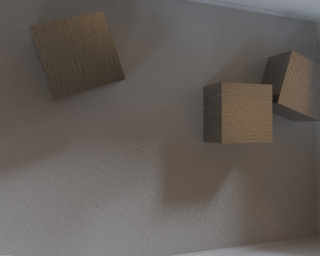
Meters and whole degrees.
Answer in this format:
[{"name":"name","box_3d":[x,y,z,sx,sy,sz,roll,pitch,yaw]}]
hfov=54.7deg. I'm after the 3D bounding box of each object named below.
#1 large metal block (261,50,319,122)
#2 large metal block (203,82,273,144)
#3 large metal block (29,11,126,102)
[{"name":"large metal block","box_3d":[0.203,-0.060,0.472,0.080,0.050,0.080,19,84,-19]},{"name":"large metal block","box_3d":[0.109,-0.020,0.437,0.081,0.050,0.080,0,90,-20]},{"name":"large metal block","box_3d":[-0.096,-0.081,0.362,0.081,0.050,0.080,-20,97,-19]}]
